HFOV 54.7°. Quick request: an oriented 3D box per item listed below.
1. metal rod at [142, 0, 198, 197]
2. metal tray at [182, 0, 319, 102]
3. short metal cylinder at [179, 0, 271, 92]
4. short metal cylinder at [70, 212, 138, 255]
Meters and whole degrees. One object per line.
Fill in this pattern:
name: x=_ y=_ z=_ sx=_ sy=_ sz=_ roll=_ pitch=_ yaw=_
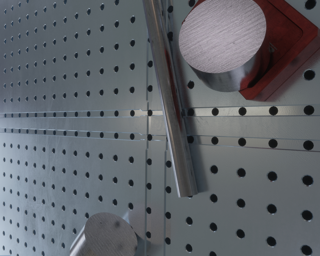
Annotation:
metal rod: x=0.009 y=-0.063 z=0.402 sx=0.025 sy=0.025 sz=0.298 roll=-17 pitch=79 yaw=39
metal tray: x=0.091 y=-0.103 z=0.330 sx=0.090 sy=0.030 sz=0.130 roll=-50 pitch=61 yaw=28
short metal cylinder: x=0.065 y=-0.081 z=0.306 sx=0.080 sy=0.050 sz=0.080 roll=-6 pitch=73 yaw=22
short metal cylinder: x=-0.079 y=0.168 z=0.439 sx=0.080 sy=0.081 sz=0.050 roll=49 pitch=119 yaw=29
